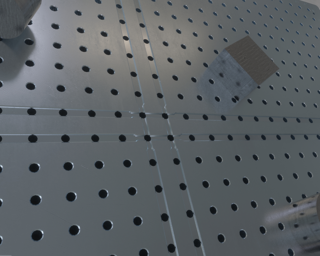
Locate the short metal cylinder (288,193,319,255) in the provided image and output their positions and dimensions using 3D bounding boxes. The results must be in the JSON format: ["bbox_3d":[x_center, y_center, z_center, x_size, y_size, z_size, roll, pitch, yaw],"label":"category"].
[{"bbox_3d":[0.230,0.134,0.435,0.081,0.050,0.080,14,56,-21],"label":"short metal cylinder"}]

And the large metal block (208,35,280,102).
[{"bbox_3d":[0.144,-0.103,0.533,0.081,0.050,0.080,-35,82,-38],"label":"large metal block"}]

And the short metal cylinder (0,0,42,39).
[{"bbox_3d":[-0.189,-0.154,0.365,0.080,0.080,0.050,22,54,-15],"label":"short metal cylinder"}]
